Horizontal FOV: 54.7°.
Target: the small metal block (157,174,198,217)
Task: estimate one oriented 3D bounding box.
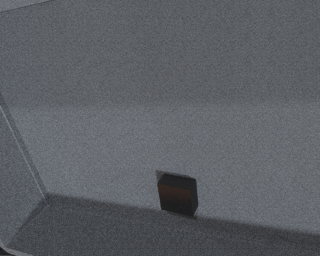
[{"bbox_3d":[0.027,0.098,0.454,0.050,0.025,0.050,6,121,24],"label":"small metal block"}]
